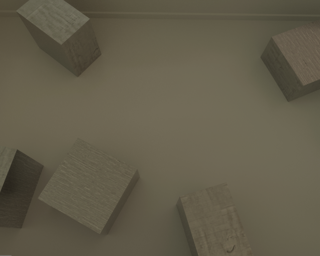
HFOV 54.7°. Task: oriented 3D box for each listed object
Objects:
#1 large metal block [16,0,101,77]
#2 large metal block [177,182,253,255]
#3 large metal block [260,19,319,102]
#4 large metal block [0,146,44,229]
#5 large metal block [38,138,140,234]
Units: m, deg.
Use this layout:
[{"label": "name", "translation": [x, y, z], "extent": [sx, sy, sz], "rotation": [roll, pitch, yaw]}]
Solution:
[{"label": "large metal block", "translation": [-0.135, -0.129, 0.426], "extent": [0.080, 0.080, 0.050], "rotation": [37, 74, 12]}, {"label": "large metal block", "translation": [0.056, 0.112, 0.340], "extent": [0.050, 0.080, 0.080], "rotation": [-15, 71, -6]}, {"label": "large metal block", "translation": [0.203, -0.094, 0.432], "extent": [0.080, 0.050, 0.080], "rotation": [-22, 72, -8]}, {"label": "large metal block", "translation": [-0.185, 0.067, 0.354], "extent": [0.050, 0.080, 0.080], "rotation": [12, 71, 4]}, {"label": "large metal block", "translation": [-0.080, 0.070, 0.370], "extent": [0.080, 0.050, 0.080], "rotation": [27, 72, 9]}]
